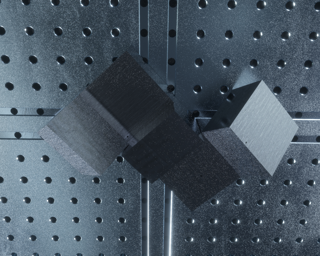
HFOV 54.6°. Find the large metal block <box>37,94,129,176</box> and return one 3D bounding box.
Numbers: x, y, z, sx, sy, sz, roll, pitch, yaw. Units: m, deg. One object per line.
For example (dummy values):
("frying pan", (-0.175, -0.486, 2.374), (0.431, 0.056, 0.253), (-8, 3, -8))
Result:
("large metal block", (-0.097, 0.012, 0.380), (0.080, 0.080, 0.050), (47, 65, -15))

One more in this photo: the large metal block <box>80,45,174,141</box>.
("large metal block", (-0.040, -0.042, 0.384), (0.080, 0.050, 0.080), (-39, 106, 14))

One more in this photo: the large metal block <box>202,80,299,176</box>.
("large metal block", (0.111, 0.002, 0.379), (0.080, 0.050, 0.080), (47, 63, -16))

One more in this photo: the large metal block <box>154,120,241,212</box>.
("large metal block", (0.047, 0.050, 0.418), (0.080, 0.050, 0.080), (-39, 104, 13))

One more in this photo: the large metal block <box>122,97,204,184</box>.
("large metal block", (0.003, 0.009, 0.387), (0.080, 0.080, 0.050), (-40, 107, 13))
